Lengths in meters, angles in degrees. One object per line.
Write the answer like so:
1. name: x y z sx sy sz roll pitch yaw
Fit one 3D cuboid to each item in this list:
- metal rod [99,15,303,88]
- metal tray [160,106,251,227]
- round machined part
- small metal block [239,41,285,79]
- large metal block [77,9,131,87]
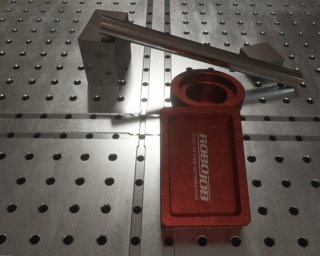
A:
1. metal rod: 0.066 -0.105 0.442 0.302 0.025 0.025 12 49 -12
2. metal tray: 0.045 0.041 0.341 0.091 0.030 0.130 0 70 -1
3. round machined part: 0.062 -0.038 0.423 0.099 0.042 0.098 2 40 -1
4. small metal block: 0.163 -0.111 0.503 0.050 0.025 0.050 -16 52 -14
5. large metal block: -0.080 -0.122 0.473 0.050 0.080 0.080 8 51 6
